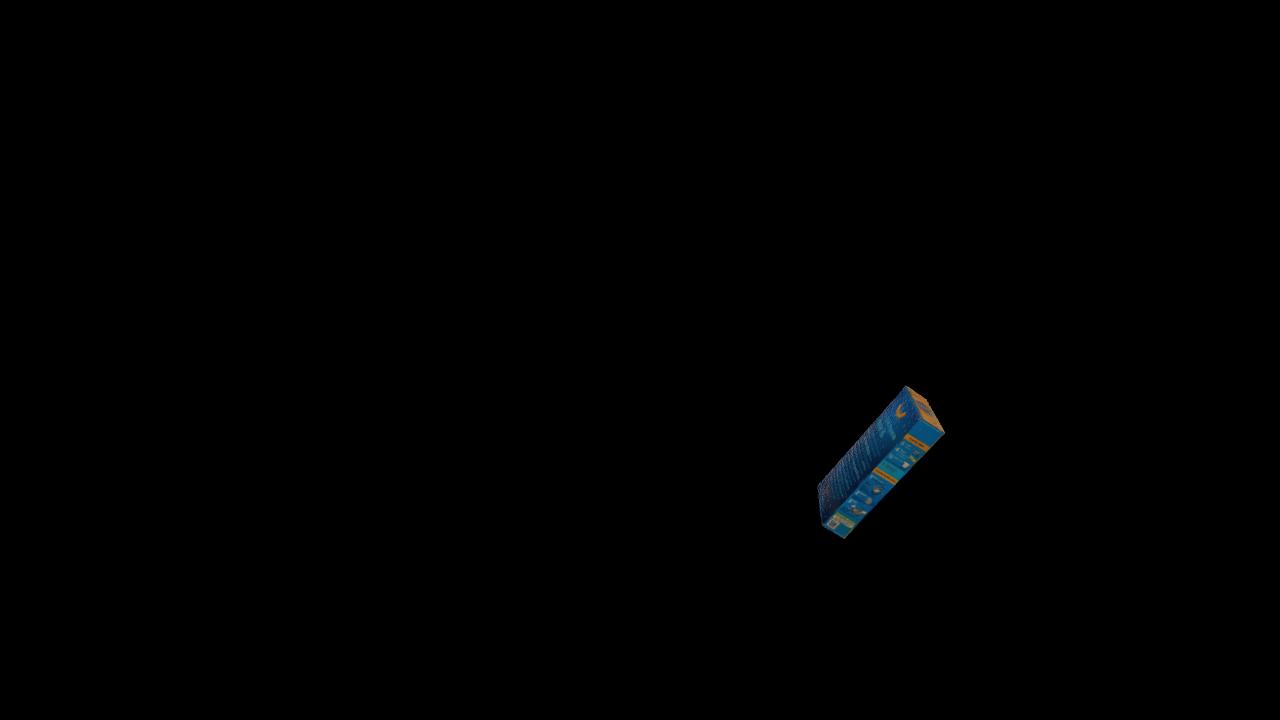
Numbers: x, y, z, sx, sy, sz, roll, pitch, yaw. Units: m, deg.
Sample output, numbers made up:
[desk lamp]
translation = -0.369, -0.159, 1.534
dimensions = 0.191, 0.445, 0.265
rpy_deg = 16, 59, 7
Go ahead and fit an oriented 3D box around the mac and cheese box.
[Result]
[mac and cheese box]
translation = 0.293, 0.127, 0.767
dimensions = 0.041, 0.184, 0.093
rpy_deg = 32, 25, -1
